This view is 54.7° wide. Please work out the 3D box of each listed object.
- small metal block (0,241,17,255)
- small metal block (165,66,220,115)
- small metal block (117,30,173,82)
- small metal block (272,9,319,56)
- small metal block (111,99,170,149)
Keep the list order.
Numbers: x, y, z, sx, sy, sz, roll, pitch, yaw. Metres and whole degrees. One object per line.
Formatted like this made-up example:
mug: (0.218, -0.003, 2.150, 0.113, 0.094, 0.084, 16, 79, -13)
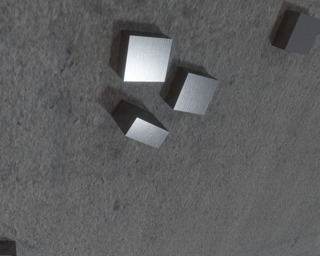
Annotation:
small metal block: (-0.218, 0.171, 0.394, 0.050, 0.025, 0.050, 18, 109, -36)
small metal block: (0.041, -0.048, 0.402, 0.050, 0.025, 0.050, 8, 114, -32)
small metal block: (-0.018, -0.080, 0.349, 0.050, 0.025, 0.050, -4, 120, -27)
small metal block: (0.192, -0.133, 0.433, 0.050, 0.025, 0.050, 2, 118, -30)
small metal block: (-0.024, -0.005, 0.376, 0.050, 0.050, 0.025, 25, 105, -37)
